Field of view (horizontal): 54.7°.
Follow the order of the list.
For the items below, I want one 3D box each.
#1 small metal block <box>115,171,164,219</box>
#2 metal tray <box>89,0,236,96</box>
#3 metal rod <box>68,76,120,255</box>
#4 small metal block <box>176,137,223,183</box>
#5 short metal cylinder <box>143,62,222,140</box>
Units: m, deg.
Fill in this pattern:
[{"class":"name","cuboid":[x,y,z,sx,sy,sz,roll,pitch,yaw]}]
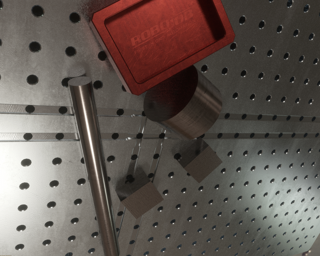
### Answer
[{"class":"small metal block","cuboid":[-0.029,0.100,0.458,0.050,0.025,0.050,-34,129,-6]},{"class":"metal tray","cuboid":[0.005,-0.104,0.327,0.131,0.030,0.090,-31,108,-9]},{"class":"metal rod","cuboid":[-0.081,0.075,0.414,0.025,0.025,0.298,-16,125,-20]},{"class":"small metal block","cuboid":[0.061,0.050,0.478,0.050,0.025,0.050,-43,130,1]},{"class":"short metal cylinder","cuboid":[0.027,-0.032,0.372,0.050,0.080,0.080,34,99,-39]}]
